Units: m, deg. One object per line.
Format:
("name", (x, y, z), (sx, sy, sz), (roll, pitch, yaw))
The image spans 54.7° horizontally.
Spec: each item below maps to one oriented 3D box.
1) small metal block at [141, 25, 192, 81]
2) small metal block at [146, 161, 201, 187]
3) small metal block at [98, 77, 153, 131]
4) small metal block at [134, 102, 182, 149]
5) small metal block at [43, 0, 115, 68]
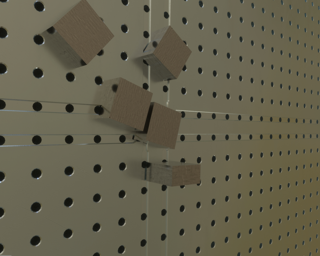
("small metal block", (0.010, -0.100, 0.419), (0.050, 0.025, 0.050), (42, 64, -32))
("small metal block", (0.018, 0.059, 0.410), (0.050, 0.050, 0.025), (3, 88, -40))
("small metal block", (-0.041, -0.027, 0.376), (0.050, 0.025, 0.050), (23, 76, -38))
("small metal block", (-0.002, -0.002, 0.410), (0.050, 0.025, 0.050), (20, 77, -39))
("small metal block", (-0.087, -0.102, 0.337), (0.050, 0.025, 0.050), (50, 60, -29))
